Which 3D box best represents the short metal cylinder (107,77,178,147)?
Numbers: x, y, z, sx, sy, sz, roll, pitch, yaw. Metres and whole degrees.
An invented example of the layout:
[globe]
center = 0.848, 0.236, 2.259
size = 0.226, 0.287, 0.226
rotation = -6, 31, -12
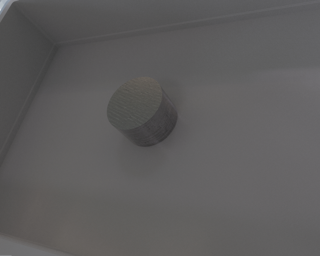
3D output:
[short metal cylinder]
center = -0.023, -0.021, 0.416
size = 0.080, 0.050, 0.080
rotation = -13, 56, 21
